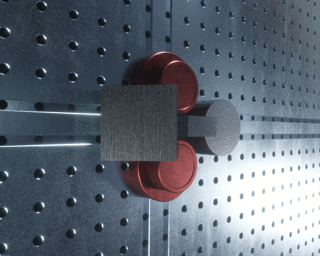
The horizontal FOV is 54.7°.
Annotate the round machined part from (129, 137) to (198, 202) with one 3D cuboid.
[{"bbox_3d":[0.011,0.048,0.408,0.099,0.042,0.097,0,90,-40],"label":"round machined part"}]

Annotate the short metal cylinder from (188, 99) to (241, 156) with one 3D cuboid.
[{"bbox_3d":[0.073,-0.001,0.452,0.081,0.050,0.080,0,90,-40],"label":"short metal cylinder"}]

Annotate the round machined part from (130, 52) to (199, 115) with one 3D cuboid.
[{"bbox_3d":[0.013,-0.052,0.409,0.099,0.042,0.097,0,90,-40],"label":"round machined part"}]

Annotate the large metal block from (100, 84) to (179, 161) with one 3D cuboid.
[{"bbox_3d":[-0.020,-0.006,0.349,0.050,0.080,0.080,-6,96,-85],"label":"large metal block"}]

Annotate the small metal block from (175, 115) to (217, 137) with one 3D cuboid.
[{"bbox_3d":[0.036,-0.002,0.394,0.050,0.050,0.025,2,89,-40],"label":"small metal block"}]
